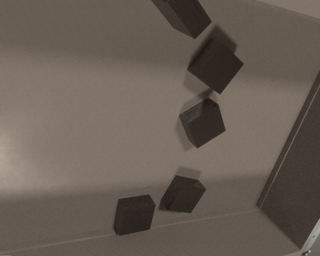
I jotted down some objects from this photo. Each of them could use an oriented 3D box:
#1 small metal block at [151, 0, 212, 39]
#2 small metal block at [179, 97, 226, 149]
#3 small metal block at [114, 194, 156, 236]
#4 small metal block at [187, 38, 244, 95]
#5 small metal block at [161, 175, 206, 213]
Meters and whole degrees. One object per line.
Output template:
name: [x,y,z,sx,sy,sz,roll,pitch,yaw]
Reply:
small metal block: [0.020,-0.126,0.327,0.025,0.050,0.050,-46,130,4]
small metal block: [0.061,-0.007,0.440,0.050,0.025,0.050,-31,129,-9]
small metal block: [-0.039,0.132,0.471,0.050,0.025,0.050,-2,120,-28]
small metal block: [0.072,-0.079,0.401,0.050,0.025,0.050,29,102,-38]
small metal block: [0.038,0.107,0.498,0.050,0.025,0.050,18,109,-36]
